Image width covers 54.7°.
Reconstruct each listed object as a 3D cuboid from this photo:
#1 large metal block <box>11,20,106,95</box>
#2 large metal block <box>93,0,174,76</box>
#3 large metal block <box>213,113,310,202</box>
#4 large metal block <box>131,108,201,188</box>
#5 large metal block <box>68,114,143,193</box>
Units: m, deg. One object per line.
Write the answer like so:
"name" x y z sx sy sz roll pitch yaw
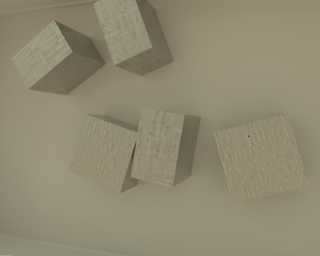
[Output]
"large metal block" -0.137 -0.092 0.428 0.080 0.080 0.050 -34 79 16
"large metal block" -0.030 -0.118 0.391 0.050 0.080 0.080 -21 83 18
"large metal block" 0.115 0.033 0.356 0.080 0.050 0.080 -16 85 19
"large metal block" 0.010 0.020 0.377 0.050 0.080 0.079 10 94 19
"large metal block" -0.066 0.031 0.419 0.080 0.050 0.080 19 96 18
